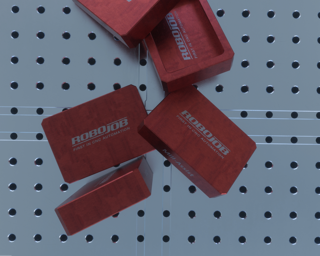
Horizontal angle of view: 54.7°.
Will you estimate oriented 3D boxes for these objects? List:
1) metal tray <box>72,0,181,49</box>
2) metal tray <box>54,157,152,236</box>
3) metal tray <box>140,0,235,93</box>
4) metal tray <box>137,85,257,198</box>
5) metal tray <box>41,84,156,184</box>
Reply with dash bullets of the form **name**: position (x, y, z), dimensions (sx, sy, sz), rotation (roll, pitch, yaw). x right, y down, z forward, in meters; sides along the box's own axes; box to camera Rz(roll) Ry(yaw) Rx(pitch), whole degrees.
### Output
- **metal tray**: position (-0.050, -0.170, 0.386), dimensions (0.090, 0.030, 0.130), rotation (-47, 67, -1)
- **metal tray**: position (-0.056, 0.072, 0.360), dimensions (0.090, 0.130, 0.030), rotation (-26, 90, 0)
- **metal tray**: position (0.025, -0.119, 0.389), dimensions (0.090, 0.030, 0.130), rotation (-20, 70, -1)
- **metal tray**: position (0.048, 0.012, 0.391), dimensions (0.130, 0.030, 0.090), rotation (42, 61, -1)
- **metal tray**: position (-0.076, 0.008, 0.410), dimensions (0.131, 0.030, 0.090), rotation (-22, 90, -1)
